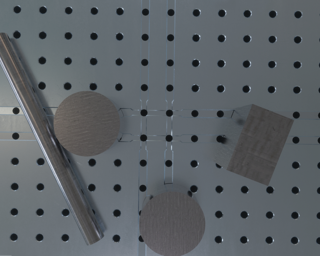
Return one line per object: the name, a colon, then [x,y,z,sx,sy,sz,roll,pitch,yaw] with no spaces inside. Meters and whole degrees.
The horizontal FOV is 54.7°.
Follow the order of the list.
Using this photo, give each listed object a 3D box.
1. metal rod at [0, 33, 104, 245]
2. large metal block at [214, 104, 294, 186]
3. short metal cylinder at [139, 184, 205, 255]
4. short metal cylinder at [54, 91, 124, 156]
metal rod: [-0.150,0.015,0.412,0.025,0.025,0.299,-26,90,0]
large metal block: [0.113,0.019,0.387,0.050,0.080,0.080,22,90,0]
short metal cylinder: [0.015,0.117,0.401,0.081,0.050,0.079,0,90,0]
short metal cylinder: [-0.089,-0.005,0.400,0.081,0.050,0.079,0,90,0]
